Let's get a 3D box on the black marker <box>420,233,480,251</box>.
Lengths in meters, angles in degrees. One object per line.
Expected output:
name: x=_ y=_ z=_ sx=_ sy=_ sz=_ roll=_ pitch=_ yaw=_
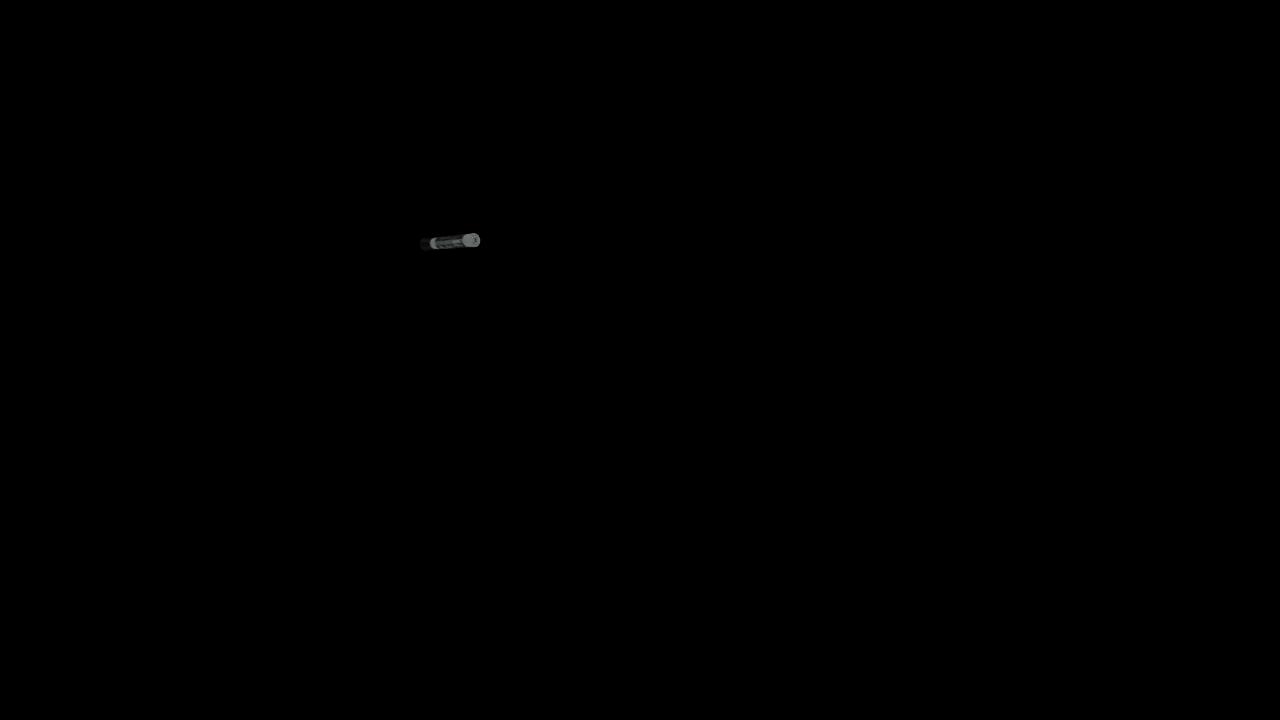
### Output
black marker: x=-0.271 y=-0.166 z=0.868 sx=0.121 sy=0.020 sz=0.020 roll=4 pitch=3 yaw=37
